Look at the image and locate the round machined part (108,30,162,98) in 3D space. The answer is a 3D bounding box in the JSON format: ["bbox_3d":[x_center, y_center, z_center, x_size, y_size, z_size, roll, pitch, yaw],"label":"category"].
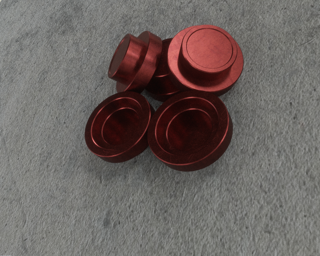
[{"bbox_3d":[-0.041,-0.094,0.442,0.098,0.042,0.098,-44,33,40],"label":"round machined part"}]

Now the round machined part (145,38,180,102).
[{"bbox_3d":[0.015,-0.088,0.438,0.098,0.042,0.098,-13,56,20],"label":"round machined part"}]

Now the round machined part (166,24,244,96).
[{"bbox_3d":[0.058,-0.090,0.390,0.099,0.042,0.098,2,71,-5],"label":"round machined part"}]

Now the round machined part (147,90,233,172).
[{"bbox_3d":[0.038,0.007,0.369,0.098,0.042,0.098,-13,56,20],"label":"round machined part"}]

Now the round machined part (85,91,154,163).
[{"bbox_3d":[-0.048,0.002,0.417,0.098,0.042,0.098,-13,56,20],"label":"round machined part"}]
